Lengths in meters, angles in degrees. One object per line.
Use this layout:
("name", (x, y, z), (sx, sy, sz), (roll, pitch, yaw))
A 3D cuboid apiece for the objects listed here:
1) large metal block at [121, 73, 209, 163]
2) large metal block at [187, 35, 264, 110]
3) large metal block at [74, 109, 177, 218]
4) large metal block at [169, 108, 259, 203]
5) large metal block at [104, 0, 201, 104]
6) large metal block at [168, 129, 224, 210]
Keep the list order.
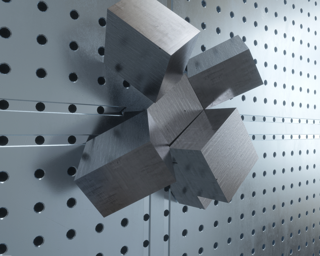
("large metal block", (0.011, -0.013, 0.401), (0.080, 0.050, 0.080), (-46, 117, -30))
("large metal block", (0.085, -0.078, 0.422), (0.050, 0.080, 0.080), (59, 17, -23))
("large metal block", (-0.034, 0.033, 0.324), (0.080, 0.080, 0.050), (-28, 113, 8))
("large metal block", (0.069, 0.031, 0.383), (0.080, 0.050, 0.080), (-45, 118, -32))
("large metal block", (-0.013, -0.087, 0.341), (0.080, 0.080, 0.050), (39, 59, 10))
("large metal block", (0.049, 0.052, 0.432), (0.080, 0.050, 0.080), (-45, 116, -32))
